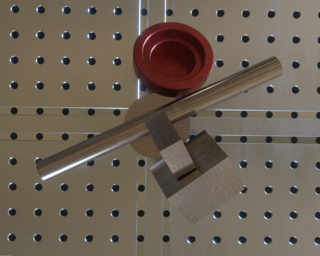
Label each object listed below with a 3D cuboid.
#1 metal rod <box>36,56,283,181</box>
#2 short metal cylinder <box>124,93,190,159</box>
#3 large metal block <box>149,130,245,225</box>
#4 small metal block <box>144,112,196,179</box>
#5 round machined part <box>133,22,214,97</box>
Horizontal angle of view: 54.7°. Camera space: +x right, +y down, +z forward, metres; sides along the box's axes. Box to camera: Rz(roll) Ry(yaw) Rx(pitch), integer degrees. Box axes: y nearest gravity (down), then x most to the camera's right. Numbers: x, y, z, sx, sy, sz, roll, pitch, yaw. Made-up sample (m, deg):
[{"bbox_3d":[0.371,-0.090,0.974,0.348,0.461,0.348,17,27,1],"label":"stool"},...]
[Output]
[{"bbox_3d":[0.000,-0.011,0.363,0.301,0.025,0.025,-24,90,-1],"label":"metal rod"},{"bbox_3d":[-0.004,-0.003,0.400,0.081,0.050,0.079,0,90,-1],"label":"short metal cylinder"},{"bbox_3d":[0.047,0.062,0.379,0.080,0.050,0.080,-35,135,0],"label":"large metal block"},{"bbox_3d":[0.011,0.019,0.340,0.025,0.050,0.050,-29,132,0],"label":"small metal block"},{"bbox_3d":[0.015,-0.082,0.393,0.099,0.042,0.098,2,67,-6],"label":"round machined part"}]
